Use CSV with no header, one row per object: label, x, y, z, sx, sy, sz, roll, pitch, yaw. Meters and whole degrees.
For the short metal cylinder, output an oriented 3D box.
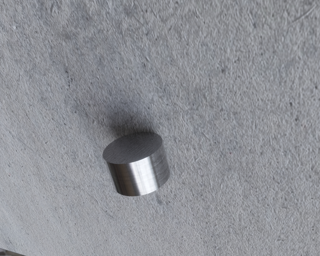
short metal cylinder,-0.031,0.046,0.417,0.080,0.080,0.050,1,119,28
